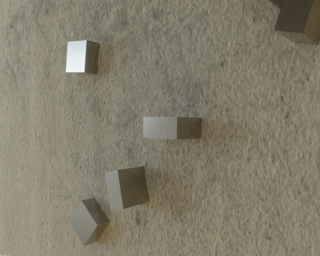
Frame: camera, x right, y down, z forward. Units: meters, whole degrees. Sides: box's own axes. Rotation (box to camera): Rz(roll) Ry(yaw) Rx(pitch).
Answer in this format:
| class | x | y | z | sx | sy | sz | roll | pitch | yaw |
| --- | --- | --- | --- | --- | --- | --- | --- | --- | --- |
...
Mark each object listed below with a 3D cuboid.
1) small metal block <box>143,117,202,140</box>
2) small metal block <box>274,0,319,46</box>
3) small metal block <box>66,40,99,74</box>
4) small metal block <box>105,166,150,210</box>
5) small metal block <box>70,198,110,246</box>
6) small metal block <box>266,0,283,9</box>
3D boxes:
| class | x | y | z | sx | sy | sz | roll | pitch | yaw |
| --- | --- | --- | --- | --- | --- | --- | --- | --- | --- |
| small metal block | 0.015 | 0.000 | 0.374 | 0.050 | 0.050 | 0.025 | 2 | 91 | 39 |
| small metal block | 0.132 | -0.106 | 0.279 | 0.025 | 0.050 | 0.050 | 22 | 104 | 37 |
| small metal block | -0.127 | -0.115 | 0.507 | 0.050 | 0.025 | 0.050 | 8 | 95 | 39 |
| small metal block | -0.044 | 0.081 | 0.423 | 0.025 | 0.050 | 0.050 | -16 | 80 | 39 |
| small metal block | -0.113 | 0.149 | 0.495 | 0.050 | 0.025 | 0.050 | 47 | 118 | 29 |
| small metal block | 0.115 | -0.157 | 0.309 | 0.050 | 0.025 | 0.050 | 51 | 119 | 27 |
